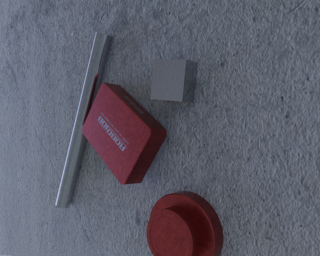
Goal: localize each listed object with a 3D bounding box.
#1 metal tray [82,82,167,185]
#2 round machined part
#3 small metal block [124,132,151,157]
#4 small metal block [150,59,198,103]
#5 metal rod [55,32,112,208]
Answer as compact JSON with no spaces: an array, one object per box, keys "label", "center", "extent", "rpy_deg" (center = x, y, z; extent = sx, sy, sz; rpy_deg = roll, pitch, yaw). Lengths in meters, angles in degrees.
[{"label":"metal tray","center":[-0.056,0.005,0.436],"extent":[0.130,0.030,0.089],"rpy_deg":[44,116,37]},{"label":"round machined part","center":[0.023,0.129,0.374],"extent":[0.098,0.042,0.097],"rpy_deg":[0,90,39]},{"label":"small metal block","center":[-0.035,0.028,0.432],"extent":[0.050,0.025,0.050],"rpy_deg":[44,116,30]},{"label":"small metal block","center":[0.017,-0.059,0.389],"extent":[0.050,0.025,0.050],"rpy_deg":[9,96,39]},{"label":"metal rod","center":[-0.128,-0.005,0.507],"extent":[0.025,0.025,0.298],"rpy_deg":[27,107,36]}]
